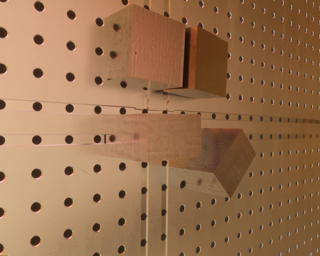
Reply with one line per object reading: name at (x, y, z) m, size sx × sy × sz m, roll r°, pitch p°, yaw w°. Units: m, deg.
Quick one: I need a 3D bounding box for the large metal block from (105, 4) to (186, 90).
large metal block at (-0.017, -0.094, 0.380) m, size 0.081 × 0.050 × 0.080 m, roll 5°, pitch 87°, yaw -40°

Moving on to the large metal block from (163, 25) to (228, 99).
large metal block at (0.051, -0.086, 0.430) m, size 0.081 × 0.050 × 0.080 m, roll 5°, pitch 87°, yaw -50°

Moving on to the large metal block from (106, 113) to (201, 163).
large metal block at (-0.008, 0.009, 0.368) m, size 0.081 × 0.080 × 0.050 m, roll -1°, pitch 91°, yaw -40°

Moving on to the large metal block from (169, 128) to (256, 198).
large metal block at (0.075, 0.046, 0.439) m, size 0.080 × 0.080 × 0.050 m, roll -51°, pitch 120°, yaw -28°
